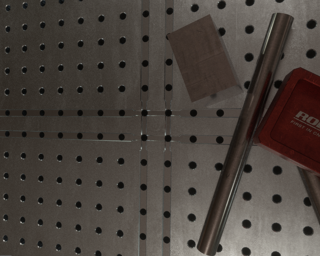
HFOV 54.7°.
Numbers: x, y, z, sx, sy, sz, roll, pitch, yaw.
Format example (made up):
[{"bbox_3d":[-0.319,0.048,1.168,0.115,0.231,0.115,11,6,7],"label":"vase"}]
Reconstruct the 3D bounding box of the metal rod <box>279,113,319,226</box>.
[{"bbox_3d":[0.198,0.126,0.343,0.025,0.025,0.299,-21,83,18],"label":"metal rod"}]

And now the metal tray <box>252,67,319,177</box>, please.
[{"bbox_3d":[0.179,0.005,0.326,0.130,0.030,0.090,28,88,7],"label":"metal tray"}]

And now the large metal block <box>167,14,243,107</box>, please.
[{"bbox_3d":[0.056,-0.073,0.363,0.050,0.080,0.080,-22,83,18],"label":"large metal block"}]

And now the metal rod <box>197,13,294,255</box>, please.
[{"bbox_3d":[0.101,0.012,0.376,0.025,0.025,0.298,19,96,18],"label":"metal rod"}]
